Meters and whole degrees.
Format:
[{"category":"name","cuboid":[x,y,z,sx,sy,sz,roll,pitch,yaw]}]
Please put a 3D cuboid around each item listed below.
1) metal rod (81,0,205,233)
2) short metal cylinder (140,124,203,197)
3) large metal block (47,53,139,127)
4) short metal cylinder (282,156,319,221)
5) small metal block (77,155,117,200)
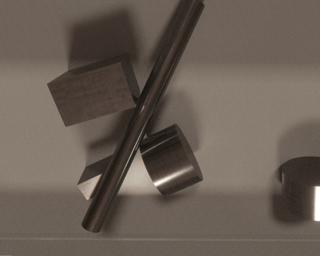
[{"category":"metal rod","cuboid":[-0.023,-0.011,0.372,0.025,0.025,0.299,24,95,-9]},{"category":"short metal cylinder","cuboid":[0.015,0.041,0.397,0.050,0.080,0.080,-26,108,9]},{"category":"large metal block","cuboid":[-0.072,-0.048,0.363,0.080,0.080,0.050,-16,110,5]},{"category":"short metal cylinder","cuboid":[0.206,0.078,0.414,0.080,0.080,0.050,-8,110,2]},{"category":"small metal block","cuboid":[-0.079,0.065,0.421,0.050,0.050,0.025,-25,108,8]}]
